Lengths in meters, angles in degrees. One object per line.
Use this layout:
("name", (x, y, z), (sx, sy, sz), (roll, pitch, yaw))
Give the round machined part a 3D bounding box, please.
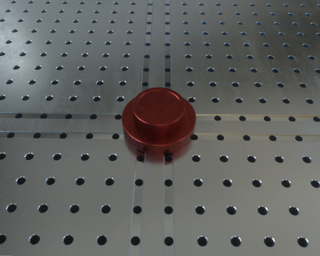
("round machined part", (-0.001, -0.016, 0.410), (0.099, 0.042, 0.098), (0, 50, 0))
